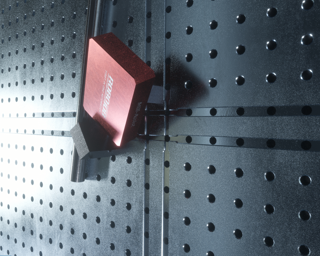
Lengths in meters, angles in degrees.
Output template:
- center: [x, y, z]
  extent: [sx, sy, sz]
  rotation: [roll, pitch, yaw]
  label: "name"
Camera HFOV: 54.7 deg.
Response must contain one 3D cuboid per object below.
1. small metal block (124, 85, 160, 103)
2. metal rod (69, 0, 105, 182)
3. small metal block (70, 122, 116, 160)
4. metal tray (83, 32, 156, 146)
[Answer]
- center: [-0.038, -0.056, 0.422]
  extent: [0.050, 0.050, 0.025]
  rotation: [30, 109, 35]
  label: "small metal block"
- center: [-0.120, -0.059, 0.505]
  extent: [0.025, 0.025, 0.298]
  rotation: [13, 98, 39]
  label: "metal rod"
- center: [-0.103, 0.019, 0.475]
  extent: [0.025, 0.050, 0.050]
  rotation: [-38, 67, 33]
  label: "small metal block"
- center: [-0.060, -0.047, 0.411]
  extent: [0.090, 0.030, 0.129]
  rotation: [45, 142, 20]
  label: "metal tray"
